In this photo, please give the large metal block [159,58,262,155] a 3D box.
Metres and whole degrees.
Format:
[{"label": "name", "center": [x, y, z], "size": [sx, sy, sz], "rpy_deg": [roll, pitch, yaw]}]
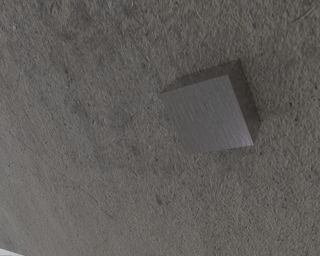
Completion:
[{"label": "large metal block", "center": [0.058, -0.022, 0.347], "size": [0.080, 0.050, 0.080], "rpy_deg": [-12, 112, 33]}]
